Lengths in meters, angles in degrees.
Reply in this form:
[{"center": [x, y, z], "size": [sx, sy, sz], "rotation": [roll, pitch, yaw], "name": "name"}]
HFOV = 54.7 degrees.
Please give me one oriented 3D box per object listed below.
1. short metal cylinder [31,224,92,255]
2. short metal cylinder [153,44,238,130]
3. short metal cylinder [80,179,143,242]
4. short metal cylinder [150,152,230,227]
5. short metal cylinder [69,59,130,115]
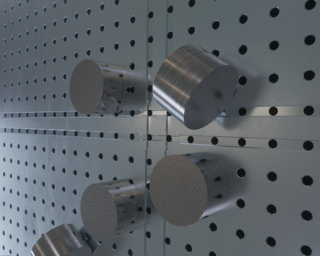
[{"center": [-0.160, 0.205, 0.506], "size": [0.050, 0.081, 0.079], "rotation": [41, 115, 32], "name": "short metal cylinder"}, {"center": [0.039, -0.045, 0.341], "size": [0.050, 0.081, 0.080], "rotation": [42, 115, 32], "name": "short metal cylinder"}, {"center": [-0.071, 0.118, 0.452], "size": [0.080, 0.050, 0.079], "rotation": [0, 90, 40], "name": "short metal cylinder"}, {"center": [0.035, 0.069, 0.365], "size": [0.080, 0.050, 0.079], "rotation": [0, 90, 40], "name": "short metal cylinder"}, {"center": [-0.092, -0.060, 0.469], "size": [0.080, 0.050, 0.079], "rotation": [0, 90, 40], "name": "short metal cylinder"}]
